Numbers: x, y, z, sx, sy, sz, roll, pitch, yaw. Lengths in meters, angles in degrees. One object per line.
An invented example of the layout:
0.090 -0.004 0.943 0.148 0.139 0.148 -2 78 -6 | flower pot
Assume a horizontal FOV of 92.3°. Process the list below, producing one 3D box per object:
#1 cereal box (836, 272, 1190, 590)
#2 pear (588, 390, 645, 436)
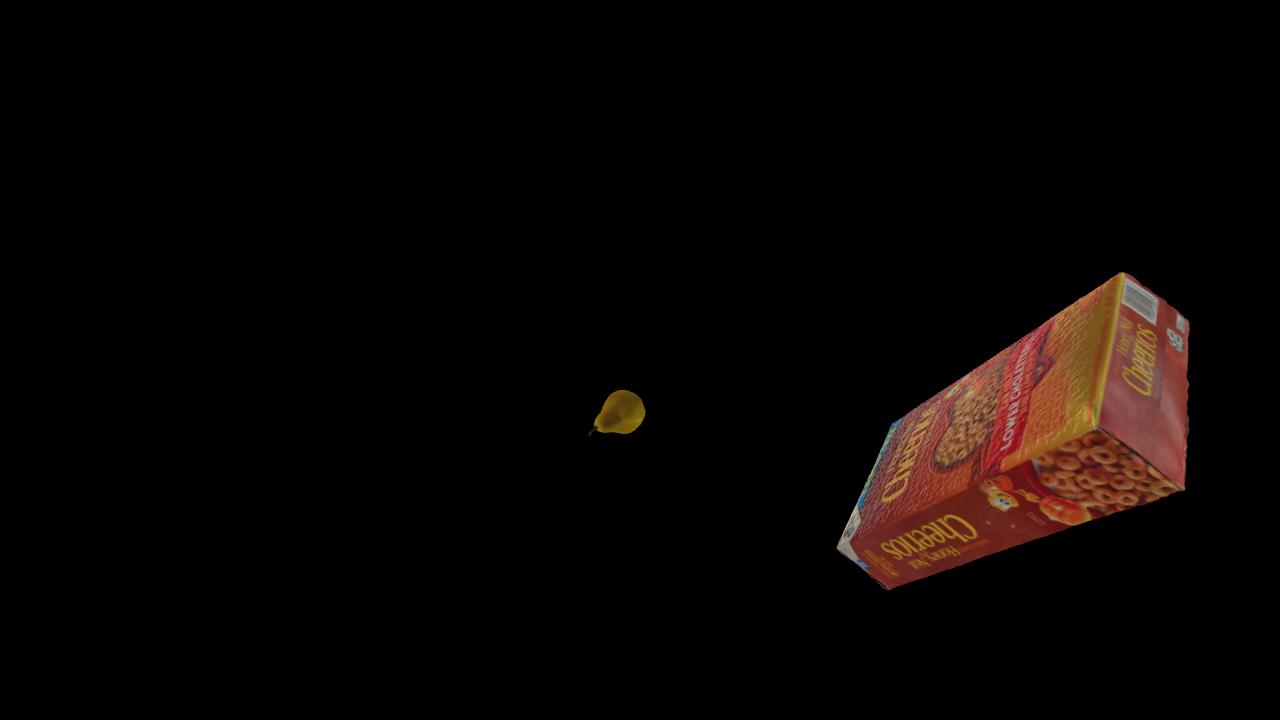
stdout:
0.326 0.081 0.572 0.203 0.081 0.306 -47 -6 -36 | cereal box
-0.046 0.096 1.058 0.080 0.080 0.111 0 12 44 | pear
